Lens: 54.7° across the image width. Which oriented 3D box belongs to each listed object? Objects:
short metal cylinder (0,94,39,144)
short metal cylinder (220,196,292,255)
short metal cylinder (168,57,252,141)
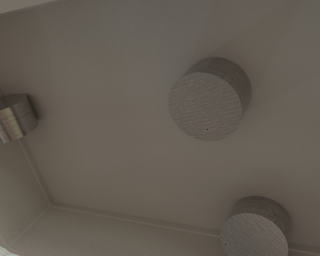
[{"bbox_3d":[-0.242,-0.016,0.491,0.080,0.080,0.050,1,119,28],"label":"short metal cylinder"},{"bbox_3d":[0.124,0.135,0.397,0.080,0.050,0.079,7,105,26],"label":"short metal cylinder"},{"bbox_3d":[0.056,-0.032,0.343,0.080,0.050,0.079,13,124,21],"label":"short metal cylinder"}]
